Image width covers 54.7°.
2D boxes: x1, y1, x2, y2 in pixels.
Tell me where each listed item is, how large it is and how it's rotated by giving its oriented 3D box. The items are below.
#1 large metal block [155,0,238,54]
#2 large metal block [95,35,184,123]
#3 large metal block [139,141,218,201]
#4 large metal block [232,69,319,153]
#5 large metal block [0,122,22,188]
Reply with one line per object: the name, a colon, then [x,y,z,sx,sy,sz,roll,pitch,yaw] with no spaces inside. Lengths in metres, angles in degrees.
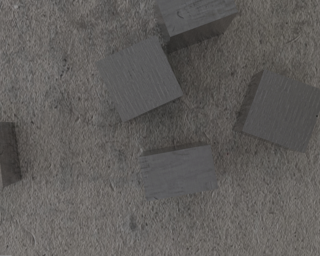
large metal block: [0.040,-0.138,0.383,0.080,0.080,0.050,-20,90,0]
large metal block: [-0.025,-0.059,0.397,0.080,0.050,0.080,-25,90,0]
large metal block: [0.021,0.050,0.383,0.080,0.080,0.050,-10,90,0]
large metal block: [0.150,-0.020,0.399,0.080,0.050,0.080,20,90,0]
large metal block: [-0.233,0.036,0.396,0.080,0.050,0.080,-7,90,0]
